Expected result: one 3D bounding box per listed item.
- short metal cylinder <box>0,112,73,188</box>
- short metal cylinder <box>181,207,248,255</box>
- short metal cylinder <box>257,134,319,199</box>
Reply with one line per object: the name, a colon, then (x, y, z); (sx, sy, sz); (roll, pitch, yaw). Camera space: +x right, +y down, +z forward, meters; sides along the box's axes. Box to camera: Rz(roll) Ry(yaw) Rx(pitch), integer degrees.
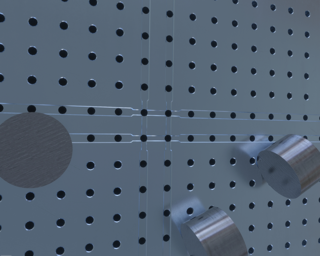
short metal cylinder: (-0.142, 0.023, 0.347); (0.081, 0.050, 0.079); (0, 90, -20)
short metal cylinder: (0.069, 0.152, 0.409); (0.050, 0.080, 0.080); (-22, 98, -19)
short metal cylinder: (0.191, 0.056, 0.454); (0.050, 0.080, 0.080); (-29, 100, -18)
